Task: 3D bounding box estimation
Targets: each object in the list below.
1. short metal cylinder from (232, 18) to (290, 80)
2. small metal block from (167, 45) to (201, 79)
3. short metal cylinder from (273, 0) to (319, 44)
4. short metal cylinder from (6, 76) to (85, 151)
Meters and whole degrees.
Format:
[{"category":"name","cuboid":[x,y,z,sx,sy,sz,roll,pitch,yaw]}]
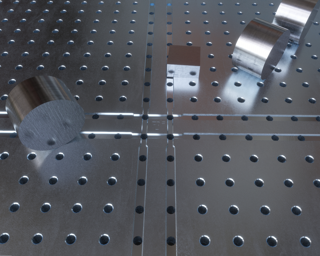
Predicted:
[{"category":"short metal cylinder","cuboid":[0.155,-0.121,0.475,0.050,0.080,0.080,33,58,24]},{"category":"small metal block","cuboid":[0.038,-0.107,0.498,0.050,0.025,0.050,4,50,3]},{"category":"short metal cylinder","cuboid":[0.234,-0.192,0.535,0.050,0.080,0.080,29,56,22]},{"category":"short metal cylinder","cuboid":[-0.142,-0.018,0.386,0.081,0.080,0.050,-27,55,-21]}]
